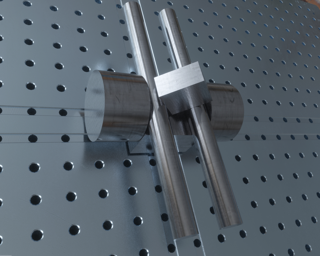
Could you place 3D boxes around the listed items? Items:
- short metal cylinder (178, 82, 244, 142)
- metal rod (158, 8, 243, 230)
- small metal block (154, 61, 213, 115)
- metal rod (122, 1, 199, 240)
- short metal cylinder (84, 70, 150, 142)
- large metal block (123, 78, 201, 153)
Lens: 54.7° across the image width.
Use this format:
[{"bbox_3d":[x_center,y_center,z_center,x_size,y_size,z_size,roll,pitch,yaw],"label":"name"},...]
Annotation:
[{"bbox_3d":[0.066,-0.021,0.416,0.050,0.080,0.080,0,62,-27],"label":"short metal cylinder"},{"bbox_3d":[0.042,-0.031,0.381,0.025,0.025,0.299,1,61,-28],"label":"metal rod"},{"bbox_3d":[0.027,-0.043,0.348,0.050,0.050,0.025,-19,65,12],"label":"small metal block"},{"bbox_3d":[-0.007,-0.029,0.354,0.025,0.025,0.299,1,61,-28],"label":"metal rod"},{"bbox_3d":[-0.051,-0.024,0.355,0.050,0.080,0.080,2,61,-28],"label":"short metal cylinder"},{"bbox_3d":[0.001,-0.015,0.397,0.081,0.050,0.080,1,61,-28],"label":"large metal block"}]
